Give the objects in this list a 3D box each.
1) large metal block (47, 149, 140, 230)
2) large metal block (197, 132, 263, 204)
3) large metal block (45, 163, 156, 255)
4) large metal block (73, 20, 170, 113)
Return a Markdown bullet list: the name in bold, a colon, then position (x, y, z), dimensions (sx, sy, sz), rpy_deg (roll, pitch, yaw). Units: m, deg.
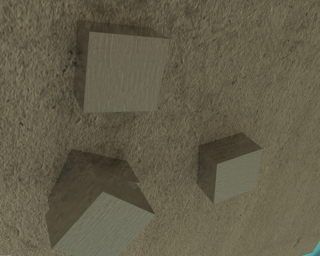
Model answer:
- **large metal block**: position (-0.085, 0.081, 0.394), dimensions (0.081, 0.050, 0.080), rpy_deg (17, 109, -35)
- **large metal block**: position (0.107, 0.062, 0.487), dimensions (0.081, 0.050, 0.079), rpy_deg (-15, 125, -20)
- **large metal block**: position (-0.067, 0.098, 0.350), dimensions (0.080, 0.050, 0.080), rpy_deg (-49, 129, 6)
- **large metal block**: position (-0.044, -0.064, 0.327), dimensions (0.081, 0.050, 0.079), rpy_deg (-3, 120, -27)
